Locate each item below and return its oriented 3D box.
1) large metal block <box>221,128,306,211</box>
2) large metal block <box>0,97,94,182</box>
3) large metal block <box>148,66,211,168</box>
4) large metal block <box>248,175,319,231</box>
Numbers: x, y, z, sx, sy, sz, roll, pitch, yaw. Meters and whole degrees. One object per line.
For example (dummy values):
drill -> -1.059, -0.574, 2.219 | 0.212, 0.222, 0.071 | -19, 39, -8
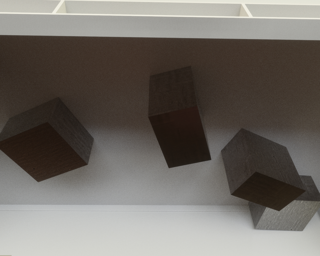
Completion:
large metal block -> 0.137, 0.056, 0.423 | 0.080, 0.080, 0.050 | 22, 127, -18
large metal block -> -0.147, 0.017, 0.405 | 0.080, 0.050, 0.080 | -20, 128, 16
large metal block -> 0.023, -0.013, 0.362 | 0.050, 0.080, 0.080 | -13, 129, 10
large metal block -> 0.198, 0.120, 0.498 | 0.081, 0.050, 0.079 | 4, 130, -4
